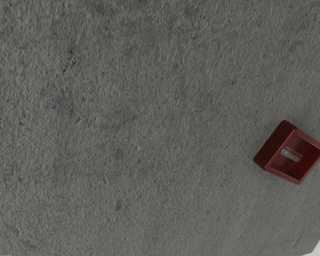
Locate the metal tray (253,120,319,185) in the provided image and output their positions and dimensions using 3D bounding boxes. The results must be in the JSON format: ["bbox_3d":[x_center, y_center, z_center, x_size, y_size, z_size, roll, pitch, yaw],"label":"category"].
[{"bbox_3d":[0.240,0.048,0.564,0.131,0.030,0.090,24,106,-37],"label":"metal tray"}]
